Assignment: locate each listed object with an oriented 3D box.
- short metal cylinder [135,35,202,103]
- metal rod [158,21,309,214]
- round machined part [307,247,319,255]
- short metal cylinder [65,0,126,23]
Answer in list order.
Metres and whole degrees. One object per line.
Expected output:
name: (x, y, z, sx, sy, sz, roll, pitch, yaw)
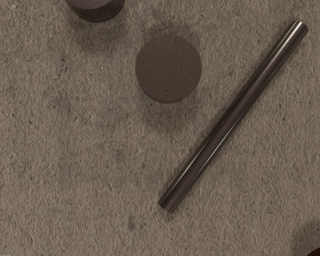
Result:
short metal cylinder: (0.010, -0.073, 0.398, 0.081, 0.050, 0.079, 0, 90, -1)
metal rod: (0.097, -0.014, 0.411, 0.025, 0.025, 0.299, 37, 90, -1)
round machined part: (0.226, 0.201, 0.405, 0.099, 0.042, 0.097, 0, 90, -1)
short metal cylinder: (-0.086, -0.183, 0.396, 0.081, 0.050, 0.079, 0, 90, -1)
